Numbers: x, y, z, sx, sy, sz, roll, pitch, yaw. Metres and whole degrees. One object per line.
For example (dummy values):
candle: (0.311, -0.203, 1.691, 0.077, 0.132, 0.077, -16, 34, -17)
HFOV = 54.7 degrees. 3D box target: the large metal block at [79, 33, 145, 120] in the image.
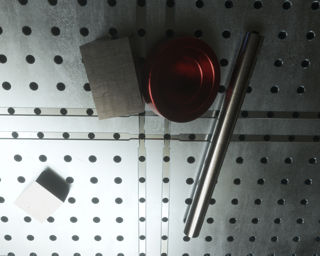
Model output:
large metal block: (-0.049, -0.063, 0.360, 0.050, 0.080, 0.079, -10, 110, 3)

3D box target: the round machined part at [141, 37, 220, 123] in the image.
round machined part: (0.021, -0.058, 0.369, 0.099, 0.042, 0.097, -9, 109, -29)

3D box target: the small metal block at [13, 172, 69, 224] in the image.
small metal block: (-0.171, 0.102, 0.449, 0.050, 0.025, 0.050, -43, 105, 14)

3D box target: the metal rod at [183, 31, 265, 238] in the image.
metal rod: (0.081, 0.023, 0.422, 0.025, 0.025, 0.298, 12, 110, -5)
